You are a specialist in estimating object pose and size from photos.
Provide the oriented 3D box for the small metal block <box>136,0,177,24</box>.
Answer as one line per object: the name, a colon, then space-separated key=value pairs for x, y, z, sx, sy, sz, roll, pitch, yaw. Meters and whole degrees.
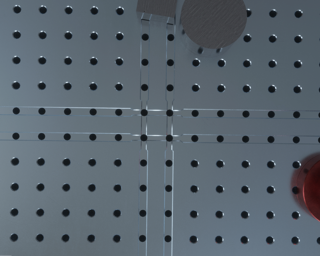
small metal block: x=-0.002 y=-0.171 z=0.413 sx=0.050 sy=0.025 sz=0.050 roll=10 pitch=90 yaw=0

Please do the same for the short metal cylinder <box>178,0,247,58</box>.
short metal cylinder: x=0.066 y=-0.136 z=0.401 sx=0.081 sy=0.050 sz=0.079 roll=0 pitch=90 yaw=0

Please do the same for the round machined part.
round machined part: x=0.238 y=0.083 z=0.407 sx=0.099 sy=0.042 sz=0.097 roll=0 pitch=90 yaw=0
